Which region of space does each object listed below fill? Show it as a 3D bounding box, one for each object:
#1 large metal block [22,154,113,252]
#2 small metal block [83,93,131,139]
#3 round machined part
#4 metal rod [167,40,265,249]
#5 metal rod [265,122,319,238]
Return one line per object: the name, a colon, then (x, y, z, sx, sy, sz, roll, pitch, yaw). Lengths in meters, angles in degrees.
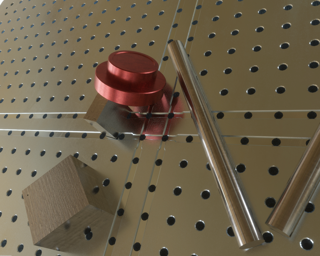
large metal block: (-0.119, 0.095, 0.394, 0.080, 0.050, 0.080, -37, 51, 3)
small metal block: (-0.074, -0.020, 0.442, 0.025, 0.050, 0.050, 14, 69, 33)
round machined part: (-0.039, -0.074, 0.427, 0.099, 0.042, 0.098, 10, 35, -7)
metal rod: (0.055, -0.006, 0.381, 0.025, 0.025, 0.299, -25, 53, 13)
metal rod: (0.193, -0.025, 0.322, 0.025, 0.025, 0.300, 25, 75, 36)
